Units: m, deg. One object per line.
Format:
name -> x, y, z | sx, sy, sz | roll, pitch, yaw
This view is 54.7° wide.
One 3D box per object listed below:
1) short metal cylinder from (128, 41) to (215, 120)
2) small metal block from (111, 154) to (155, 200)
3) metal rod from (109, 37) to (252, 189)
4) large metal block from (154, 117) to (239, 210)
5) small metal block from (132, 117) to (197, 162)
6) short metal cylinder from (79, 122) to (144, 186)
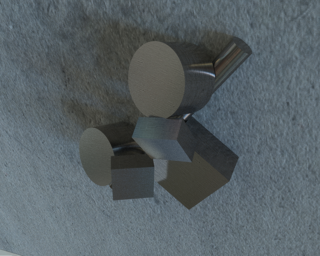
short metal cylinder -> 0.011, -0.052, 0.334 | 0.080, 0.050, 0.079 | 12, 108, 42
small metal block -> -0.034, 0.061, 0.382 | 0.050, 0.025, 0.050 | -3, 123, -8
metal rod -> 0.006, 0.003, 0.405 | 0.025, 0.025, 0.298 | 41, 129, -1
large metal block -> 0.039, 0.046, 0.397 | 0.080, 0.050, 0.080 | 41, 129, -1
small metal block -> 0.006, 0.013, 0.331 | 0.050, 0.025, 0.050 | 2, 150, 27
short metal cylinder -> -0.068, 0.034, 0.429 | 0.080, 0.050, 0.079 | 12, 108, 41
